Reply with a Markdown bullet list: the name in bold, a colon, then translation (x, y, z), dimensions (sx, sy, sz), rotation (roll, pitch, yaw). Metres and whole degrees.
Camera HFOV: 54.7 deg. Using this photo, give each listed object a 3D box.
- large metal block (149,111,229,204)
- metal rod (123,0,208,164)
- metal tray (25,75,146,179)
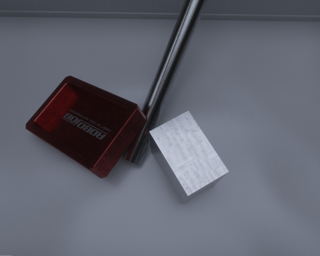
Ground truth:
- **large metal block**: translation (0.030, 0.038, 0.367), dimensions (0.050, 0.080, 0.080), rotation (-28, 73, -10)
- **metal rod**: translation (0.020, -0.096, 0.378), dimensions (0.025, 0.025, 0.298), rotation (23, 97, 8)
- **metal tray**: translation (-0.093, -0.007, 0.382), dimensions (0.130, 0.030, 0.090), rotation (25, 71, 31)
